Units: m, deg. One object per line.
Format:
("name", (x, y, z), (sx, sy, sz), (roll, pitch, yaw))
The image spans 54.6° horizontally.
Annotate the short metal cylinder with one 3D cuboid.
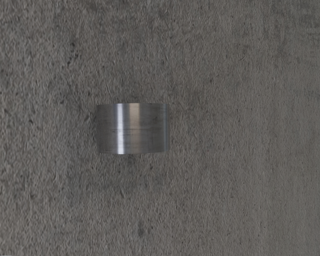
("short metal cylinder", (-0.029, 0.000, 0.344), (0.081, 0.080, 0.050), (-2, 92, -40))
